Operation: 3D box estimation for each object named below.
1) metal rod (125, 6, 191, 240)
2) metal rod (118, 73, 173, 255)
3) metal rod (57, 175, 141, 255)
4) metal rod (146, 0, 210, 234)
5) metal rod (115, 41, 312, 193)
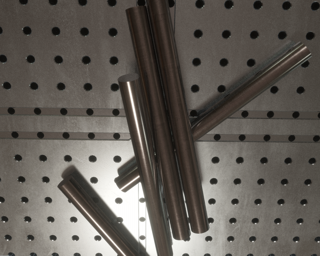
[{"bbox_3d":[0.001,0.003,0.392,0.025,0.025,0.298,-11,102,3],"label":"metal rod"},{"bbox_3d":[-0.013,0.072,0.414,0.025,0.025,0.298,-8,120,2],"label":"metal rod"},{"bbox_3d":[-0.053,0.192,0.483,0.025,0.025,0.299,-32,108,11],"label":"metal rod"},{"bbox_3d":[0.025,-0.008,0.388,0.025,0.025,0.298,-11,101,3],"label":"metal rod"},{"bbox_3d":[0.061,-0.007,0.411,0.300,0.025,0.025,-37,106,12],"label":"metal rod"}]
